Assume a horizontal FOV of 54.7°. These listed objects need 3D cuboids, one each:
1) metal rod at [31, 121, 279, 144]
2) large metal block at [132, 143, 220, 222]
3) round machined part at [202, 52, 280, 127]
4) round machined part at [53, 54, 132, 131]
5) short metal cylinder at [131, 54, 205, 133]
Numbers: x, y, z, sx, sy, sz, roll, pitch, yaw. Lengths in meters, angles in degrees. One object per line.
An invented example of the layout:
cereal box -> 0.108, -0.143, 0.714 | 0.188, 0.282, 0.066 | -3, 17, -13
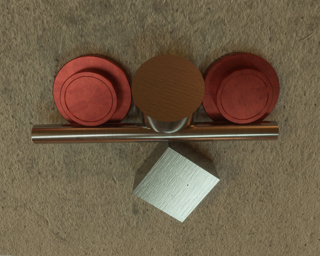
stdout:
metal rod -> -0.006, 0.006, 0.390 | 0.302, 0.025, 0.025 | -1, 110, 0
large metal block -> 0.020, 0.066, 0.420 | 0.080, 0.050, 0.080 | 34, 107, -12
round machined part -> 0.101, -0.043, 0.387 | 0.099, 0.042, 0.097 | 0, 110, 0
round machined part -> -0.084, -0.040, 0.385 | 0.099, 0.042, 0.097 | 0, 110, 0
short metal cylinder -> 0.009, -0.038, 0.364 | 0.080, 0.050, 0.080 | 0, 75, 0
